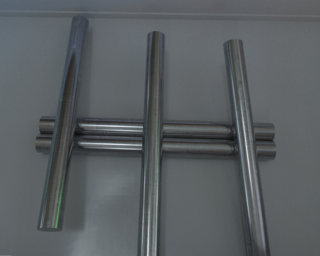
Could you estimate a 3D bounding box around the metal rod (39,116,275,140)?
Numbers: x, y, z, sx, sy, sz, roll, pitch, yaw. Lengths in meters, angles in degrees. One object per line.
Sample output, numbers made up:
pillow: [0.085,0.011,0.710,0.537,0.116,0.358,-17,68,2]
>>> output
metal rod: [-0.004,0.001,0.408,0.302,0.025,0.025,2,70,0]

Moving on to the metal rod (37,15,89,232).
metal rod: [-0.116,-0.026,0.391,0.025,0.025,0.299,-1,62,-1]

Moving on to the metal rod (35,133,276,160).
metal rod: [-0.005,0.024,0.400,0.302,0.025,0.025,2,70,0]

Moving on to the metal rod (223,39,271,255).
metal rod: [0.105,0.036,0.373,0.025,0.025,0.298,-4,78,-2]

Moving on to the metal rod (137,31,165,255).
metal rod: [-0.009,0.014,0.377,0.025,0.025,0.299,1,70,0]
